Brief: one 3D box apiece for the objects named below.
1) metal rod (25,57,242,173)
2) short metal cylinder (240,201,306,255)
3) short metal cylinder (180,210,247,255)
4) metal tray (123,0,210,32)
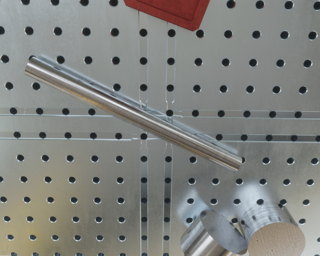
[{"bbox_3d":[-0.027,-0.013,0.408,0.301,0.025,0.025,25,108,-9],"label":"metal rod"},{"bbox_3d":[0.164,0.157,0.459,0.081,0.050,0.079,0,110,0],"label":"short metal cylinder"},{"bbox_3d":[0.077,0.165,0.446,0.080,0.080,0.050,31,107,-11],"label":"short metal cylinder"},{"bbox_3d":[0.023,-0.185,0.342,0.091,0.030,0.129,19,109,-7],"label":"metal tray"}]
